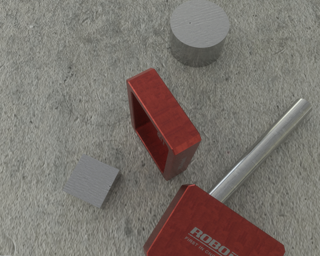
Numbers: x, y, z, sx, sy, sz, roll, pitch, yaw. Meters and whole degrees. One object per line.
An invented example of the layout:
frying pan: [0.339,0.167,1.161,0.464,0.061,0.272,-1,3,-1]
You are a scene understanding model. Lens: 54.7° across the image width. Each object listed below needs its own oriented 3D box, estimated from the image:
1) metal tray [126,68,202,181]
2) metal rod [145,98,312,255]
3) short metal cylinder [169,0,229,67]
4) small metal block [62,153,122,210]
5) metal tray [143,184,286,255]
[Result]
metal tray: [0.000,0.003,0.351,0.030,0.130,0.090,-29,73,-13]
metal rod: [0.088,0.067,0.384,0.301,0.025,0.025,-42,76,-14]
short metal cylinder: [0.054,-0.135,0.445,0.081,0.050,0.080,0,70,0]
small metal block: [-0.082,0.067,0.383,0.050,0.025,0.050,23,71,8]
metal tray: [0.059,0.133,0.339,0.130,0.030,0.090,35,76,-3]
